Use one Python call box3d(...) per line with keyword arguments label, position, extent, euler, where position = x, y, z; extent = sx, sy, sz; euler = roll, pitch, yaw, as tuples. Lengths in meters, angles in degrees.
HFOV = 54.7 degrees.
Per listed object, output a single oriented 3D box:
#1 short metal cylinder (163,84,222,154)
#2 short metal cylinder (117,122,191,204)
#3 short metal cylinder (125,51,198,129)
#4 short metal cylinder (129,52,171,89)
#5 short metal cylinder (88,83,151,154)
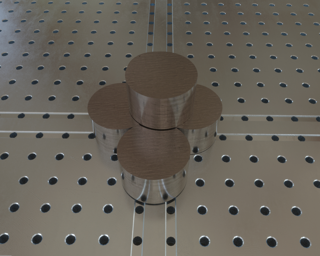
box3d(label="short metal cylinder", position=(0.037, -0.013, 0.401), extent=(0.081, 0.050, 0.080), euler=(0, 50, 0))
box3d(label="short metal cylinder", position=(-0.007, 0.039, 0.357), extent=(0.081, 0.050, 0.080), euler=(0, 48, 0))
box3d(label="short metal cylinder", position=(0.002, -0.045, 0.363), extent=(0.081, 0.050, 0.080), euler=(0, 50, 0))
box3d(label="short metal cylinder", position=(-0.006, -0.065, 0.446), extent=(0.081, 0.050, 0.080), euler=(1, 50, -1))
box3d(label="short metal cylinder", position=(-0.049, -0.013, 0.402), extent=(0.081, 0.050, 0.080), euler=(0, 50, 0))
